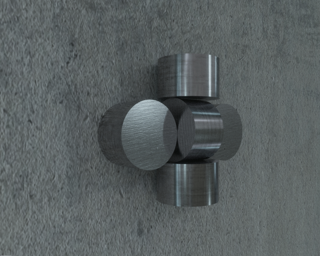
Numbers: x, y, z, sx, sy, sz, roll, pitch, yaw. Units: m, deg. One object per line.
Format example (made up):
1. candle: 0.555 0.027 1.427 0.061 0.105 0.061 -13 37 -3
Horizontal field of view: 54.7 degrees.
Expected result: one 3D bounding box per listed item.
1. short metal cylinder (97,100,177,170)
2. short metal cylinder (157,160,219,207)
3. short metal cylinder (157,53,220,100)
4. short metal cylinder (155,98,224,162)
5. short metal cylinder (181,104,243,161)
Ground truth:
1. short metal cylinder: -0.026 0.008 0.368 0.081 0.050 0.080 0 90 -41
2. short metal cylinder: 0.036 0.067 0.401 0.081 0.080 0.050 0 90 -40
3. short metal cylinder: 0.037 -0.063 0.402 0.081 0.080 0.050 0 90 -40
4. short metal cylinder: 0.034 0.003 0.399 0.050 0.080 0.080 1 90 -40
5. short metal cylinder: 0.075 0.005 0.452 0.081 0.050 0.080 -1 91 -40
